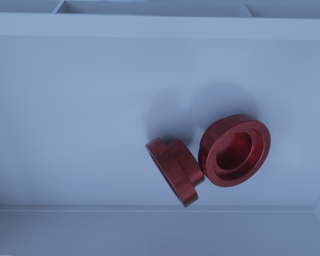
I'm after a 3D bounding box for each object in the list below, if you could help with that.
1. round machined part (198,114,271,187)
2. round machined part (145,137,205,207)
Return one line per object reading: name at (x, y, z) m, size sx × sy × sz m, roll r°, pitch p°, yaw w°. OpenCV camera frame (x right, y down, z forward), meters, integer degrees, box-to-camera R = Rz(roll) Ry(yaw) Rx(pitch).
round machined part at (0.091, 0.025, 0.405) m, size 0.099 × 0.042 × 0.097 m, roll -12°, pitch 121°, yaw -21°
round machined part at (0.024, 0.053, 0.414) m, size 0.042 × 0.098 × 0.098 m, roll -32°, pitch 128°, yaw -7°
